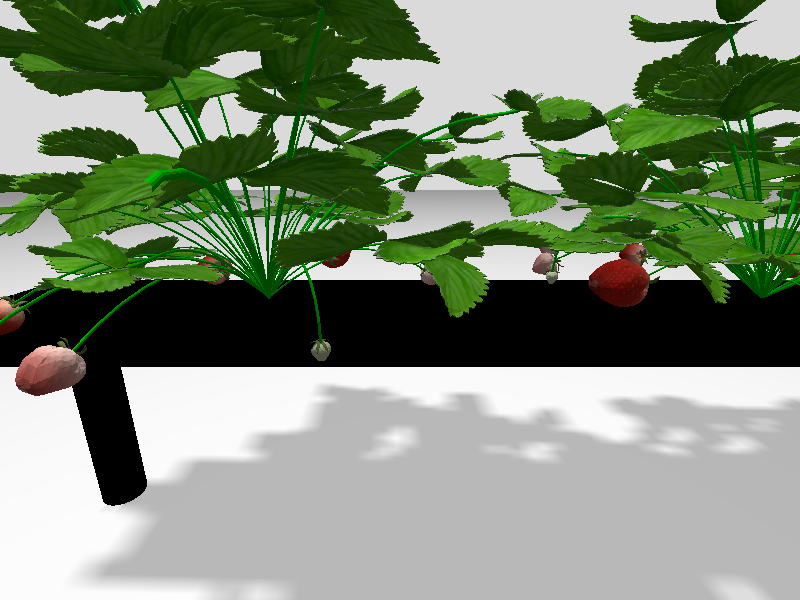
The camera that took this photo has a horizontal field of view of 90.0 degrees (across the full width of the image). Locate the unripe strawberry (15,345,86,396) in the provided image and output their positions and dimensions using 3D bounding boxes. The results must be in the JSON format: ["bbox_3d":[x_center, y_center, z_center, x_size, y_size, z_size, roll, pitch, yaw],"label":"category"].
[{"bbox_3d":[-0.176,0.036,0.200,0.028,0.025,0.025,6,37,17],"label":"unripe strawberry"}]

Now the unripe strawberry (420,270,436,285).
[{"bbox_3d":[0.033,-0.026,0.410,0.022,0.022,0.021,24,7,-24],"label":"unripe strawberry"}]

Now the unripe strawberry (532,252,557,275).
[{"bbox_3d":[0.159,-0.039,0.440,0.026,0.025,0.028,-21,6,30],"label":"unripe strawberry"}]

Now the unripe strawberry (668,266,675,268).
[{"bbox_3d":[0.326,-0.053,0.481,0.031,0.028,0.028,-1,17,-2],"label":"unripe strawberry"}]

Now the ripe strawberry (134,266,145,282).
[{"bbox_3d":[-0.281,-0.032,0.419,0.024,0.026,0.022,6,18,19],"label":"ripe strawberry"}]

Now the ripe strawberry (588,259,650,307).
[{"bbox_3d":[0.180,-0.014,0.334,0.041,0.040,0.045,-4,18,-10],"label":"ripe strawberry"}]

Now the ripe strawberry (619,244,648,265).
[{"bbox_3d":[0.284,-0.055,0.491,0.028,0.030,0.031,-6,18,-18],"label":"ripe strawberry"}]

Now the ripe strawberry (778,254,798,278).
[{"bbox_3d":[0.435,-0.041,0.436,0.036,0.035,0.033,-12,21,-35],"label":"ripe strawberry"}]

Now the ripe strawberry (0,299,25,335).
[{"bbox_3d":[-0.277,0.013,0.278,0.022,0.026,0.026,44,-9,-32],"label":"ripe strawberry"}]

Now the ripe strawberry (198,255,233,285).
[{"bbox_3d":[-0.190,-0.031,0.407,0.031,0.031,0.034,11,20,33],"label":"ripe strawberry"}]

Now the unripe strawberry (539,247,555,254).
[{"bbox_3d":[0.207,-0.076,0.560,0.027,0.023,0.027,-10,19,-29],"label":"unripe strawberry"}]

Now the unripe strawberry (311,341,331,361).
[{"bbox_3d":[-0.044,0.029,0.223,0.011,0.011,0.010,-9,19,-26],"label":"unripe strawberry"}]

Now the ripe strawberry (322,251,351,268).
[{"bbox_3d":[-0.078,-0.057,0.482,0.039,0.035,0.036,6,17,17],"label":"ripe strawberry"}]
